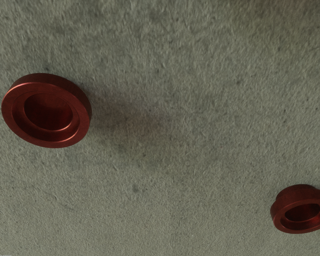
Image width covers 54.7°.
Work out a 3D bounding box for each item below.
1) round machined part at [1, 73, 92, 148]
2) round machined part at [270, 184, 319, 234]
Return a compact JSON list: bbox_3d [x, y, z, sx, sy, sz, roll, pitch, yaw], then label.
[{"bbox_3d":[-0.132,-0.025,0.373,0.099,0.042,0.097,-1,130,0],"label":"round machined part"},{"bbox_3d":[0.231,0.130,0.511,0.099,0.042,0.097,-1,130,0],"label":"round machined part"}]
